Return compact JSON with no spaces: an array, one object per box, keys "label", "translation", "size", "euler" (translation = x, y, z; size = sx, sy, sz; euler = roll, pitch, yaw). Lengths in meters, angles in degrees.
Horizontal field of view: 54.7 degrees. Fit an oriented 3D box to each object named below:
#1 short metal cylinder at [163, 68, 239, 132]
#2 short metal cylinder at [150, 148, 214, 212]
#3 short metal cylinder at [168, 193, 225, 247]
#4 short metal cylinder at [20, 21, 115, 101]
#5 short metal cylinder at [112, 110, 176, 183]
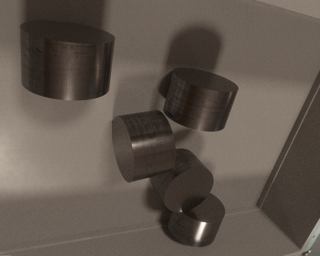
[{"label":"short metal cylinder","translation":[0.049,-0.037,0.379],"size":[0.081,0.080,0.050],"euler":[0,119,-29]},{"label":"short metal cylinder","translation":[0.032,0.077,0.460],"size":[0.081,0.050,0.079],"euler":[-14,124,-21]},{"label":"short metal cylinder","translation":[0.057,0.140,0.494],"size":[0.081,0.080,0.050],"euler":[0,119,-29]},{"label":"short metal cylinder","translation":[-0.085,-0.065,0.287],"size":[0.081,0.080,0.050],"euler":[-3,120,-27]},{"label":"short metal cylinder","translation":[-0.022,0.021,0.376],"size":[0.050,0.080,0.079],"euler":[-10,123,-23]}]
